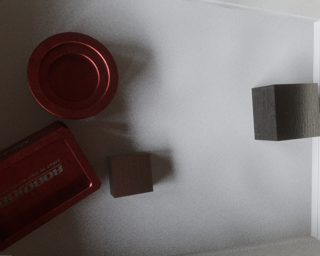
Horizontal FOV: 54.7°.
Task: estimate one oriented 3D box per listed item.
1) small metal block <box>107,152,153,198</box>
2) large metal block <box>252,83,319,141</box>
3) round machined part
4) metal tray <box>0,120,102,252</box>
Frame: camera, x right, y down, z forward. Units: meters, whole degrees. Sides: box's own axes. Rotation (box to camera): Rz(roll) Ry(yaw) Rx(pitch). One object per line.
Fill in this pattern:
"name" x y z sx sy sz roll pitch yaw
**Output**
"small metal block" -0.038 0.059 0.397 0.050 0.025 0.050 -6 92 -20
"large metal block" 0.190 -0.024 0.470 0.081 0.050 0.079 -5 92 -20
"round machined part" -0.102 -0.058 0.364 0.099 0.042 0.097 0 90 -21
"metal tray" -0.143 0.062 0.341 0.131 0.030 0.090 -32 119 -17
